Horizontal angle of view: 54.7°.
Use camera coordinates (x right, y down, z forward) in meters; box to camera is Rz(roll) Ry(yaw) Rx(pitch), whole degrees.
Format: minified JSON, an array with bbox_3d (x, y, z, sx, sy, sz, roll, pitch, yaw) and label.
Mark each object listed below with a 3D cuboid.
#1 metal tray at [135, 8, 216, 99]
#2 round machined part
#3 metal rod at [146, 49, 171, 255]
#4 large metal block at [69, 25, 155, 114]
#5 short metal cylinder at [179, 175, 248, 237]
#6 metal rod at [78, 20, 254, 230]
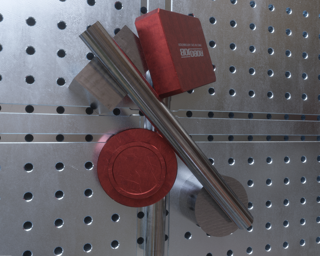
[{"bbox_3d":[0.026,-0.090,0.378,0.131,0.030,0.089,-27,102,-61],"label":"metal tray"},{"bbox_3d":[-0.027,0.049,0.378,0.099,0.042,0.097,0,90,-3],"label":"round machined part"},{"bbox_3d":[-0.001,0.020,0.413,0.025,0.025,0.298,3,89,-20],"label":"metal rod"},{"bbox_3d":[-0.058,-0.064,0.363,0.050,0.080,0.080,43,76,-15],"label":"large metal block"},{"bbox_3d":[0.073,0.102,0.428,0.081,0.050,0.079,0,90,-21],"label":"short metal cylinder"},{"bbox_3d":[0.021,0.013,0.346,0.025,0.025,0.300,-45,112,-14],"label":"metal rod"}]
